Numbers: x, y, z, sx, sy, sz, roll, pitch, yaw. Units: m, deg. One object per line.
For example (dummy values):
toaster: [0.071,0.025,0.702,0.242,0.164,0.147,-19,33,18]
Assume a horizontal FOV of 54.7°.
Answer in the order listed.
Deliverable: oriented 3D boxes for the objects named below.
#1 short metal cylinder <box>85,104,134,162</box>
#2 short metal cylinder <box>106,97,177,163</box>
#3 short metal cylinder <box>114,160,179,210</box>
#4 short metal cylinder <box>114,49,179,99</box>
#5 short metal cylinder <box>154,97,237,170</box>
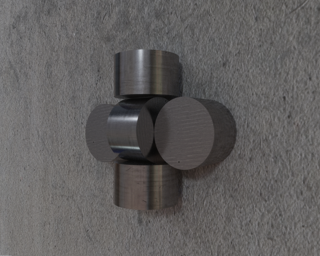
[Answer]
short metal cylinder: [-0.060,0.007,0.440,0.080,0.050,0.080,0,90,39]
short metal cylinder: [-0.019,0.002,0.387,0.050,0.081,0.080,1,91,40]
short metal cylinder: [-0.017,0.067,0.386,0.080,0.081,0.050,0,90,40]
short metal cylinder: [-0.017,-0.063,0.385,0.080,0.081,0.050,0,90,40]
short metal cylinder: [0.040,0.005,0.357,0.080,0.050,0.080,0,91,40]
